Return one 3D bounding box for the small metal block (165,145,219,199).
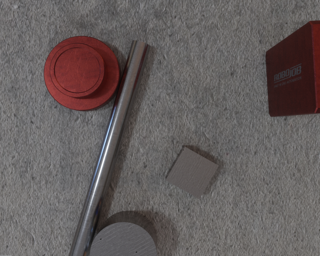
[{"bbox_3d":[0.041,0.058,0.410,0.050,0.025,0.050,30,90,0],"label":"small metal block"}]

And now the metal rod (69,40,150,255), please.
[{"bbox_3d":[-0.067,0.032,0.409,0.025,0.025,0.298,17,90,0],"label":"metal rod"}]

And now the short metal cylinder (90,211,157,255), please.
[{"bbox_3d":[-0.044,0.153,0.397,0.081,0.050,0.080,0,90,0],"label":"short metal cylinder"}]

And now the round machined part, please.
[{"bbox_3d":[-0.102,-0.071,0.401,0.099,0.042,0.097,0,90,0],"label":"round machined part"}]

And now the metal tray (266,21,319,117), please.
[{"bbox_3d":[0.162,-0.060,0.359,0.030,0.130,0.089,-4,90,0],"label":"metal tray"}]
